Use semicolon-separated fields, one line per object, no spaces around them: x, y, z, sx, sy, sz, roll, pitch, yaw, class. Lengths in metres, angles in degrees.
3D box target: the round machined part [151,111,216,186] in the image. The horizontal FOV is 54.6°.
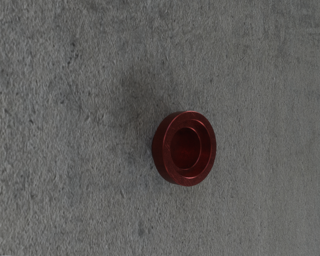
0.028;0.026;0.416;0.099;0.042;0.097;0;90;-40;round machined part
